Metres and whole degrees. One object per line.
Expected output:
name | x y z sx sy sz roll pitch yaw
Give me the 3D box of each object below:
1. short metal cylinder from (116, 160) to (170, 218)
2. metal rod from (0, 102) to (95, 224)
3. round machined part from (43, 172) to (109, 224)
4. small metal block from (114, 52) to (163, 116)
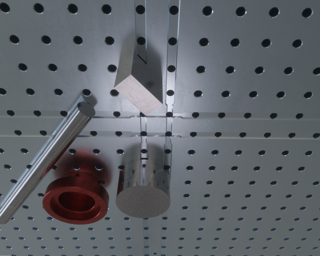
short metal cylinder | -0.025 0.094 0.475 0.081 0.050 0.079 0 130 0
metal rod | -0.184 0.067 0.466 0.025 0.025 0.299 31 124 -24
round machined part | -0.130 0.108 0.491 0.099 0.042 0.097 0 130 0
small metal block | -0.023 -0.050 0.352 0.025 0.050 0.050 -33 123 25
